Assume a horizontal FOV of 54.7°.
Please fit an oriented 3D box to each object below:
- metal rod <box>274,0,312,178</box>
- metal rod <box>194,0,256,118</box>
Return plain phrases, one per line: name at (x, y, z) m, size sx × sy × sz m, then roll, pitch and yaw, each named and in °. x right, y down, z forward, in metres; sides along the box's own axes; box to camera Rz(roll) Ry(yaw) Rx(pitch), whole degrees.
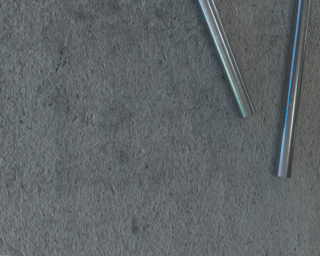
metal rod at (0.209, -0.073, 0.485) m, size 0.025 × 0.025 × 0.298 m, roll 9°, pitch 87°, yaw -20°
metal rod at (0.071, -0.156, 0.434) m, size 0.025 × 0.025 × 0.299 m, roll -26°, pitch 99°, yaw -18°
